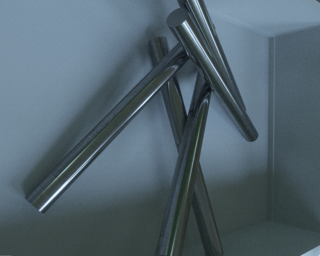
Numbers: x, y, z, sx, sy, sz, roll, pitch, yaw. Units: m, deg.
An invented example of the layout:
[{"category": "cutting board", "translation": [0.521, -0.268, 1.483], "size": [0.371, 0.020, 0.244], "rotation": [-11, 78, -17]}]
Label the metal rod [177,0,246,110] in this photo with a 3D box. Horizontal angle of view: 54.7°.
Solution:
[{"category": "metal rod", "translation": [0.071, -0.094, 0.402], "size": [0.300, 0.025, 0.025], "rotation": [46, 61, -54]}]

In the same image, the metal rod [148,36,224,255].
[{"category": "metal rod", "translation": [0.035, 0.028, 0.413], "size": [0.025, 0.025, 0.298], "rotation": [-17, 93, -39]}]

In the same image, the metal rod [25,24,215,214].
[{"category": "metal rod", "translation": [-0.030, -0.029, 0.358], "size": [0.301, 0.025, 0.025], "rotation": [-49, 120, -21]}]

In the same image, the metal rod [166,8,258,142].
[{"category": "metal rod", "translation": [0.089, -0.050, 0.430], "size": [0.300, 0.025, 0.025], "rotation": [41, 64, -51]}]

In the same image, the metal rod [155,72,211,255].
[{"category": "metal rod", "translation": [0.041, 0.010, 0.380], "size": [0.025, 0.025, 0.300], "rotation": [45, 44, -31]}]
